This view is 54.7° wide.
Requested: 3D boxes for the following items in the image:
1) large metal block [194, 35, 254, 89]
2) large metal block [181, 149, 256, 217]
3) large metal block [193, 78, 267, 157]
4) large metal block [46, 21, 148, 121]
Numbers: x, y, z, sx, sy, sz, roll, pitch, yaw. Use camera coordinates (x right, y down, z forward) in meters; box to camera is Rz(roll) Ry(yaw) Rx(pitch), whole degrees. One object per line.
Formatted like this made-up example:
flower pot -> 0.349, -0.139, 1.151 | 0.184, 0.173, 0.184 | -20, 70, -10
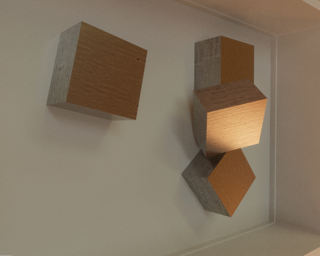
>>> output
large metal block -> 0.099, -0.088, 0.473 | 0.081, 0.050, 0.080 | 1, 90, -40
large metal block -> 0.090, 0.072, 0.466 | 0.080, 0.050, 0.080 | -47, 118, -30
large metal block -> 0.092, -0.014, 0.426 | 0.081, 0.050, 0.080 | -14, 132, -9
large metal block -> -0.066, -0.055, 0.334 | 0.081, 0.050, 0.080 | 14, 81, -39
